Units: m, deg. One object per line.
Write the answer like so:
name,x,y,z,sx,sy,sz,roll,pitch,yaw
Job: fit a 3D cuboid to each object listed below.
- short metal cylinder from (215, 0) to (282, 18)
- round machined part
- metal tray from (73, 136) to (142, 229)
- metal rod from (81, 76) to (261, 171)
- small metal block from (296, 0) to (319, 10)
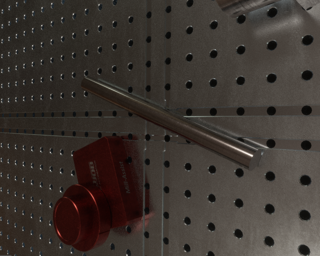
short metal cylinder,0.085,-0.156,0.302,0.050,0.081,0.080,-9,84,39
round machined part,-0.120,0.132,0.455,0.098,0.042,0.097,0,90,40
metal tray,-0.084,0.086,0.473,0.090,0.030,0.129,-25,75,37
metal rod,-0.009,-0.019,0.414,0.300,0.025,0.025,26,106,36
small metal block,0.131,-0.144,0.284,0.025,0.050,0.050,-23,76,37
